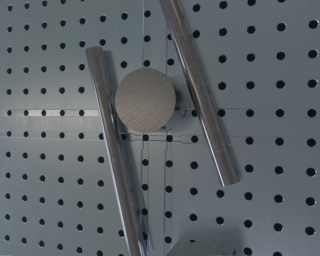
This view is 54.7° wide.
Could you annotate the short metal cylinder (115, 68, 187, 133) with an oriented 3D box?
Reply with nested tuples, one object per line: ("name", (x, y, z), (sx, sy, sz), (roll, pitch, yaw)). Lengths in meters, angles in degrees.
("short metal cylinder", (-0.011, -0.034, 0.403), (0.080, 0.050, 0.079), (0, 90, 20))

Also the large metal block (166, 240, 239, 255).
("large metal block", (0.058, 0.187, 0.379), (0.080, 0.050, 0.080), (-10, 87, 19))

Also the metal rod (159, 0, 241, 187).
("metal rod", (0.042, -0.073, 0.397), (0.025, 0.025, 0.299), (-20, 84, 19))

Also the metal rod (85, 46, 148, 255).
("metal rod", (-0.062, 0.032, 0.434), (0.025, 0.025, 0.298), (-14, 85, 19))
